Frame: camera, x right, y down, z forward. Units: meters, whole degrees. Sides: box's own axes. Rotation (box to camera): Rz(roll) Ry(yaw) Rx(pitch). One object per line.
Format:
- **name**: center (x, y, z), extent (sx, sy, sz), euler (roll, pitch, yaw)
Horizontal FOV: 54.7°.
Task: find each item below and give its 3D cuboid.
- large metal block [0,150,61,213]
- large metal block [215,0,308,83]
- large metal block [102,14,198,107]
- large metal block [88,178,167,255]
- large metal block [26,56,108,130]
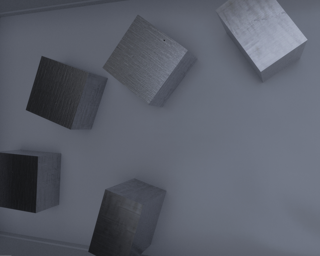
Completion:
- **large metal block**: center (-0.200, 0.077, 0.468), extent (0.080, 0.050, 0.079), euler (3, 91, 20)
- **large metal block**: center (0.111, -0.102, 0.342), extent (0.050, 0.080, 0.080), euler (-35, 79, 17)
- **large metal block**: center (-0.012, -0.084, 0.401), extent (0.080, 0.050, 0.080), euler (40, 103, 15)
- **large metal block**: center (-0.038, 0.117, 0.395), extent (0.050, 0.080, 0.080), euler (18, 96, 19)
- **large metal block**: center (-0.133, -0.049, 0.444), extent (0.080, 0.050, 0.080), euler (21, 97, 18)
